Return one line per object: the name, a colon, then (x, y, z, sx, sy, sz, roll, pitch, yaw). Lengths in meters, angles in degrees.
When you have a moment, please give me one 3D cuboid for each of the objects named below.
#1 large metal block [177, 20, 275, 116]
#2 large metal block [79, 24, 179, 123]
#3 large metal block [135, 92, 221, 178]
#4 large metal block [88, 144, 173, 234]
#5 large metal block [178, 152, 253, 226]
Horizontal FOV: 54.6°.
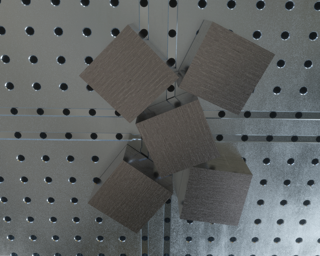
large metal block: (0.074, -0.073, 0.372, 0.080, 0.050, 0.080, 23, 108, -12)
large metal block: (-0.035, -0.067, 0.375, 0.080, 0.050, 0.080, -42, 104, 14)
large metal block: (0.023, 0.007, 0.402, 0.080, 0.050, 0.080, -21, 109, 7)
large metal block: (-0.039, 0.084, 0.429, 0.080, 0.050, 0.080, 36, 106, -12)
large metal block: (0.073, 0.083, 0.431, 0.080, 0.050, 0.079, 8, 110, -4)
